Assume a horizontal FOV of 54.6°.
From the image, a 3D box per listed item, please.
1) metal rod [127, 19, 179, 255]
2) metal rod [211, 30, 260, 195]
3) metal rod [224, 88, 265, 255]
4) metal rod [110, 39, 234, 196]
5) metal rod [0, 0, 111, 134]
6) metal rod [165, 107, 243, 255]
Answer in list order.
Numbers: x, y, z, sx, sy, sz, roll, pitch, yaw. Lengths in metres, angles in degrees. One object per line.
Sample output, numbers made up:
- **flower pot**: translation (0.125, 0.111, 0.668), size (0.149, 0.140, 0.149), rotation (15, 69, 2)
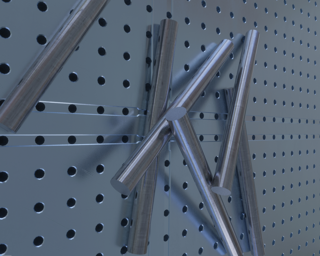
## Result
- **metal rod**: translation (-0.008, 0.006, 0.401), size (0.025, 0.025, 0.299), rotation (13, 82, -39)
- **metal rod**: translation (0.120, -0.042, 0.467), size (0.025, 0.025, 0.300), rotation (42, 52, -32)
- **metal rod**: translation (0.146, 0.079, 0.530), size (0.025, 0.025, 0.298), rotation (-19, 102, -38)
- **metal rod**: translation (0.033, -0.035, 0.408), size (0.025, 0.025, 0.301), rotation (57, 49, -25)
- **metal rod**: translation (-0.080, -0.126, 0.340), size (0.025, 0.025, 0.300), rotation (41, 65, -32)
- **metal rod**: translation (0.071, 0.096, 0.430), size (0.025, 0.025, 0.299), rotation (-48, 130, -29)
